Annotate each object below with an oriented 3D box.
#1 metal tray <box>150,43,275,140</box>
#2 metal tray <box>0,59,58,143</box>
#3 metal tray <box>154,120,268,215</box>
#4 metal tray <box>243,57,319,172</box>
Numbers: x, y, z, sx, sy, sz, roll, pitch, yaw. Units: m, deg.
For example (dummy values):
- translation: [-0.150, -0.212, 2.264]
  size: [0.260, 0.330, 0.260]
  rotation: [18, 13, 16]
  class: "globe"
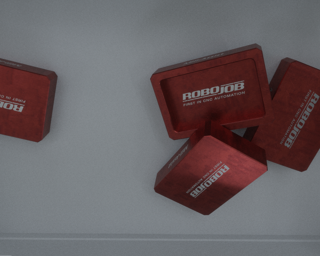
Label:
- translation: [0.064, -0.041, 0.376]
  size: [0.130, 0.030, 0.090]
  rotation: [-11, 111, 19]
  class: "metal tray"
- translation: [-0.205, -0.041, 0.392]
  size: [0.131, 0.030, 0.089]
  rotation: [13, 110, -5]
  class: "metal tray"
- translation: [0.062, 0.057, 0.404]
  size: [0.090, 0.030, 0.129]
  rotation: [28, 130, -12]
  class: "metal tray"
- translation: [0.176, -0.015, 0.404]
  size: [0.091, 0.030, 0.129]
  rotation: [19, 109, -7]
  class: "metal tray"
